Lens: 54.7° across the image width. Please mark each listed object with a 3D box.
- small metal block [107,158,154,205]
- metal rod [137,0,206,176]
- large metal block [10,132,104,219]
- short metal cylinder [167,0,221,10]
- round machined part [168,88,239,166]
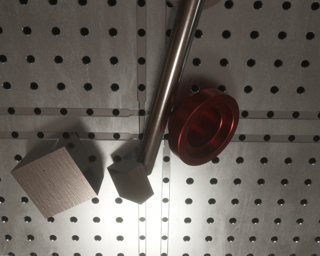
[{"bbox_3d":[-0.041,0.072,0.424,0.025,0.050,0.050,-34,114,-35],"label":"small metal block"},{"bbox_3d":[0.012,-0.061,0.355,0.025,0.025,0.298,13,123,-5],"label":"metal rod"},{"bbox_3d":[-0.136,0.064,0.422,0.080,0.050,0.080,-25,109,8],"label":"large metal block"},{"bbox_3d":[0.037,-0.170,0.338,0.081,0.050,0.079,0,110,-1],"label":"short metal cylinder"},{"bbox_3d":[0.049,-0.005,0.387,0.099,0.042,0.097,-22,130,-28],"label":"round machined part"}]
